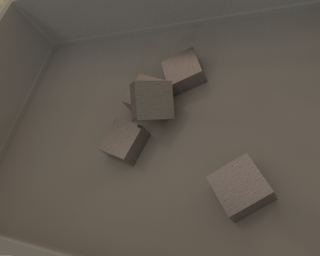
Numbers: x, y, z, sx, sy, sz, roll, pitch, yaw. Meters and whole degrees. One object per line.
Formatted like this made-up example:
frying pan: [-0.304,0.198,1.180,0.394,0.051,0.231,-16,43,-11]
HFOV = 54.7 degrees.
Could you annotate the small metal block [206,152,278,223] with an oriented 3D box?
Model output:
small metal block: [0.084,0.062,0.323,0.050,0.025,0.050,-32,52,7]

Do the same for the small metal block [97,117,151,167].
small metal block: [-0.048,0.018,0.420,0.050,0.025,0.050,17,71,34]

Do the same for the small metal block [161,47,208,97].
small metal block: [0.034,-0.079,0.437,0.050,0.025,0.050,-23,53,14]

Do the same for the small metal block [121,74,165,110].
small metal block: [-0.018,-0.046,0.444,0.050,0.025,0.050,20,72,35]

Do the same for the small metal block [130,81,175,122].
small metal block: [-0.010,-0.035,0.404,0.050,0.025,0.050,-3,87,-20]
